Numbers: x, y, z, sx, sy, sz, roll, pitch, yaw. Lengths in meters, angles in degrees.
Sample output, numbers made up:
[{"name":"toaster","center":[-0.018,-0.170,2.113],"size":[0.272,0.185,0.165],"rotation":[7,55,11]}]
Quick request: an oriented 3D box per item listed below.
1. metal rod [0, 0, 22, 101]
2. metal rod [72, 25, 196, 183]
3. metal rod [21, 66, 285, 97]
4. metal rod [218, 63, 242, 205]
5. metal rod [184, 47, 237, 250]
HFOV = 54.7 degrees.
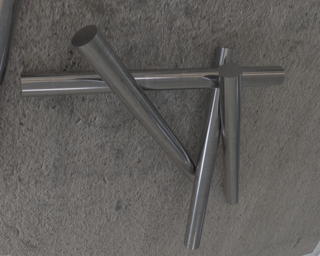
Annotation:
[{"name":"metal rod","center":[-0.147,-0.075,0.279],"size":[0.025,0.025,0.298],"rotation":[10,113,-33]},{"name":"metal rod","center":[-0.003,0.000,0.370],"size":[0.025,0.025,0.300],"rotation":[-40,140,-1]},{"name":"metal rod","center":[0.008,-0.055,0.352],"size":[0.302,0.025,0.025],"rotation":[-5,121,-17]},{"name":"metal rod","center":[0.102,0.033,0.445],"size":[0.025,0.025,0.299],"rotation":[-28,140,-11]},{"name":"metal rod","center":[0.066,0.040,0.436],"size":[0.025,0.025,0.298],"rotation":[-2,110,-27]}]
